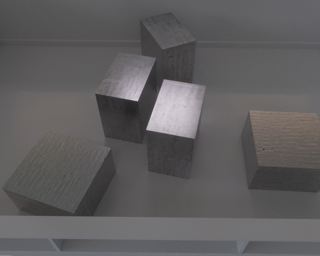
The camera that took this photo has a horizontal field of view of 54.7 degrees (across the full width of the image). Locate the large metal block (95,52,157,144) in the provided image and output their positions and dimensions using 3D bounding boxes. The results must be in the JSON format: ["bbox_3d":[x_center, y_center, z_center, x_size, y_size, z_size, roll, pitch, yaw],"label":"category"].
[{"bbox_3d":[-0.039,-0.039,0.401,0.050,0.080,0.080,11,51,9],"label":"large metal block"}]

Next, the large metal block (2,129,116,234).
[{"bbox_3d":[-0.105,0.057,0.340,0.080,0.050,0.080,15,52,12],"label":"large metal block"}]

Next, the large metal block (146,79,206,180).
[{"bbox_3d":[0.020,0.002,0.368,0.050,0.080,0.080,10,51,9],"label":"large metal block"}]

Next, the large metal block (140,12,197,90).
[{"bbox_3d":[0.010,-0.112,0.464,0.050,0.080,0.080,-19,53,-15],"label":"large metal block"}]

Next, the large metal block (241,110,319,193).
[{"bbox_3d":[0.146,0.027,0.367,0.080,0.050,0.080,3,50,2],"label":"large metal block"}]
